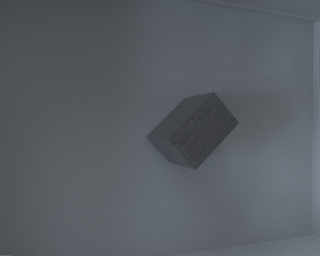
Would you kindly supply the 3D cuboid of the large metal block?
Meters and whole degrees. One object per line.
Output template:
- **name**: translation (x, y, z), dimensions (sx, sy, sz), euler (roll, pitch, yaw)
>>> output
- **large metal block**: translation (0.038, 0.003, 0.397), dimensions (0.080, 0.080, 0.050), euler (-45, 105, -15)
